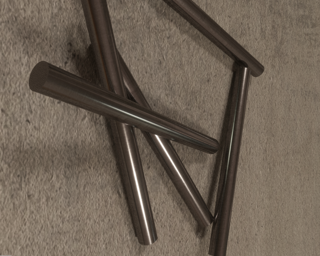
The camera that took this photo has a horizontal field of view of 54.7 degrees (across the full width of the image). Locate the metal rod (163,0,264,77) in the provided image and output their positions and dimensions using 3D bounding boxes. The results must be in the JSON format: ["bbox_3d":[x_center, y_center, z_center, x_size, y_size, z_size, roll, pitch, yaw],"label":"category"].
[{"bbox_3d":[0.068,-0.155,0.463,0.301,0.025,0.025,26,74,-37],"label":"metal rod"}]

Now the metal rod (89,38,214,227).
[{"bbox_3d":[0.000,0.020,0.406,0.025,0.025,0.299,-45,117,-31],"label":"metal rod"}]

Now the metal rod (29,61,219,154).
[{"bbox_3d":[-0.007,-0.006,0.357,0.301,0.025,0.025,21,76,-52],"label":"metal rod"}]

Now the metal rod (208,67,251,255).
[{"bbox_3d":[0.112,0.044,0.487,0.025,0.025,0.299,24,71,-38],"label":"metal rod"}]

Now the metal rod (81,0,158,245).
[{"bbox_3d":[-0.042,0.001,0.353,0.025,0.025,0.298,-24,111,-38],"label":"metal rod"}]
